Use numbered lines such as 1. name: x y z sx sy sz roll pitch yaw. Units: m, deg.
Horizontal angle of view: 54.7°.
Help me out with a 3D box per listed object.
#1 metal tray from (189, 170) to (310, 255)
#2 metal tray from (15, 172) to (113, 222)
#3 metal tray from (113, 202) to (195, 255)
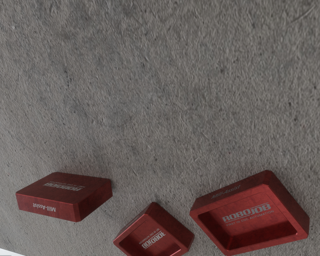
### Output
1. metal tray: 0.116 0.119 0.415 0.130 0.030 0.090 -34 100 38
2. metal tray: -0.157 0.109 0.512 0.130 0.090 0.030 2 107 27
3. metal tray: -0.014 0.190 0.528 0.090 0.030 0.129 41 129 0
